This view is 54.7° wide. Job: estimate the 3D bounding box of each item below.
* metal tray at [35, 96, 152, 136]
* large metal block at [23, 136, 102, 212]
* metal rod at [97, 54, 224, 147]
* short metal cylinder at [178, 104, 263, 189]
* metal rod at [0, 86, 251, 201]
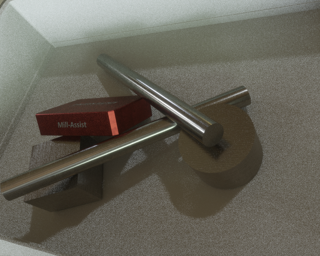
[{"bbox_3d":[-0.088,-0.018,0.421,0.130,0.030,0.091,0,18,29],"label":"metal tray"},{"bbox_3d":[-0.125,0.058,0.412,0.080,0.050,0.080,-18,55,17],"label":"large metal block"},{"bbox_3d":[-0.022,-0.054,0.410,0.025,0.025,0.300,-46,39,-4],"label":"metal rod"},{"bbox_3d":[0.067,0.020,0.338,0.080,0.050,0.080,-13,56,20],"label":"short metal cylinder"},{"bbox_3d":[-0.037,0.016,0.364,0.302,0.025,0.025,-22,53,-3],"label":"metal rod"}]
